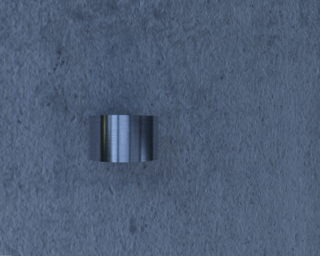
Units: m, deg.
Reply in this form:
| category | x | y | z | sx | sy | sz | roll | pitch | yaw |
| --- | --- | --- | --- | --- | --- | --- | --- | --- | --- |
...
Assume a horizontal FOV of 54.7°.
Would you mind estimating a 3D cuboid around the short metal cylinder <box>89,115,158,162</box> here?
| category | x | y | z | sx | sy | sz | roll | pitch | yaw |
| --- | --- | --- | --- | --- | --- | --- | --- | --- | --- |
| short metal cylinder | -0.042 | 0.011 | 0.365 | 0.081 | 0.080 | 0.050 | 0 | 90 | -20 |
